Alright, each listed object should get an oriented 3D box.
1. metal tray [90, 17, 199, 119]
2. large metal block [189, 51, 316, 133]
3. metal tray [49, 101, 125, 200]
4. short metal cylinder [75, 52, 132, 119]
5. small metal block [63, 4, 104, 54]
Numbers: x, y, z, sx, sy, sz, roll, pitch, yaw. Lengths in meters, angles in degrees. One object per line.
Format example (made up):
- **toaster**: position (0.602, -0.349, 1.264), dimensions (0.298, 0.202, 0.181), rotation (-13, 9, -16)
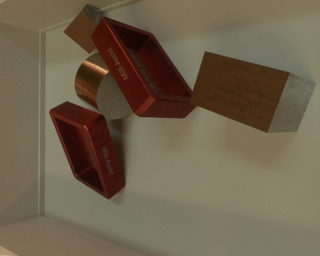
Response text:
- **metal tray**: position (-0.018, -0.071, 0.377), dimensions (0.030, 0.091, 0.130), rotation (-45, 63, 30)
- **large metal block**: position (0.089, -0.033, 0.296), dimensions (0.080, 0.081, 0.050), rotation (26, 106, 36)
- **metal tray**: position (-0.104, 0.032, 0.446), dimensions (0.090, 0.030, 0.129), rotation (20, 133, 38)
- **short metal cylinder**: position (-0.068, -0.058, 0.425), dimensions (0.050, 0.081, 0.079), rotation (31, 110, 35)
- **small metal block**: position (-0.110, -0.151, 0.476), dimensions (0.050, 0.050, 0.025), rotation (-31, 31, 35)
